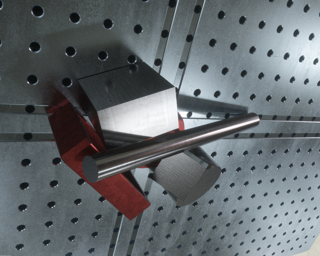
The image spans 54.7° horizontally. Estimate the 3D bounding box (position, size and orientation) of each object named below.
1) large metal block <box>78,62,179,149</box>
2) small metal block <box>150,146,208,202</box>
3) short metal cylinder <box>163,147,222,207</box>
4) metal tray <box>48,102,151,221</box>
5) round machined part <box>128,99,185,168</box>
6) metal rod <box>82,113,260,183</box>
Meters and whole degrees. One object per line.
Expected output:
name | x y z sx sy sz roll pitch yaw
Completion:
large metal block | -0.035 -0.027 0.339 0.081 0.080 0.050 -20 126 -17
small metal block | 0.024 0.054 0.387 0.050 0.050 0.025 -58 170 11
short metal cylinder | 0.041 0.067 0.445 0.081 0.050 0.080 -29 147 -21
metal tray | -0.068 0.040 0.357 0.030 0.090 0.130 -38 130 -3
round machined part | -0.010 0.014 0.408 0.099 0.042 0.097 -14 125 -21
metal rod | 0.042 0.012 0.382 0.302 0.025 0.025 -13 127 -45
